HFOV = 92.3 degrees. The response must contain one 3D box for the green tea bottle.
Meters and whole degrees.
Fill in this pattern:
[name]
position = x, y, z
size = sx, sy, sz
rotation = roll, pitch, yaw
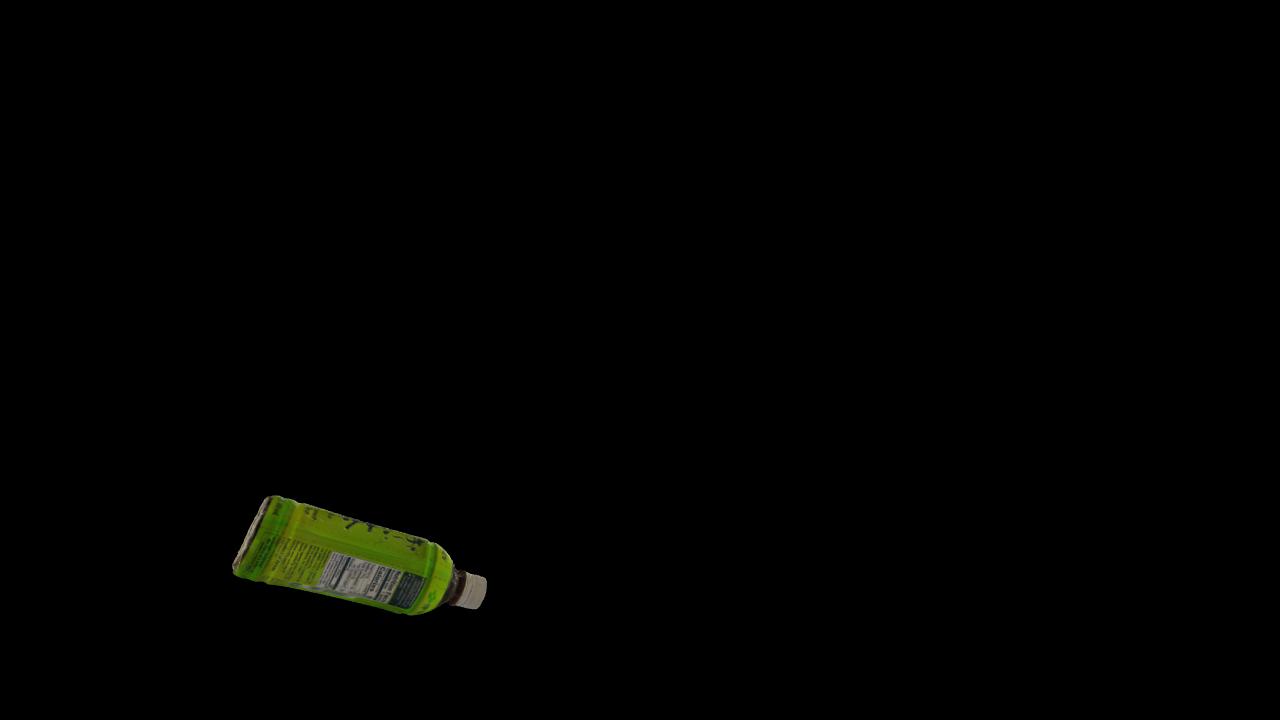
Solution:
[green tea bottle]
position = -0.240, 0.187, 0.555
size = 0.212, 0.073, 0.073
rotation = 29, -14, -26
